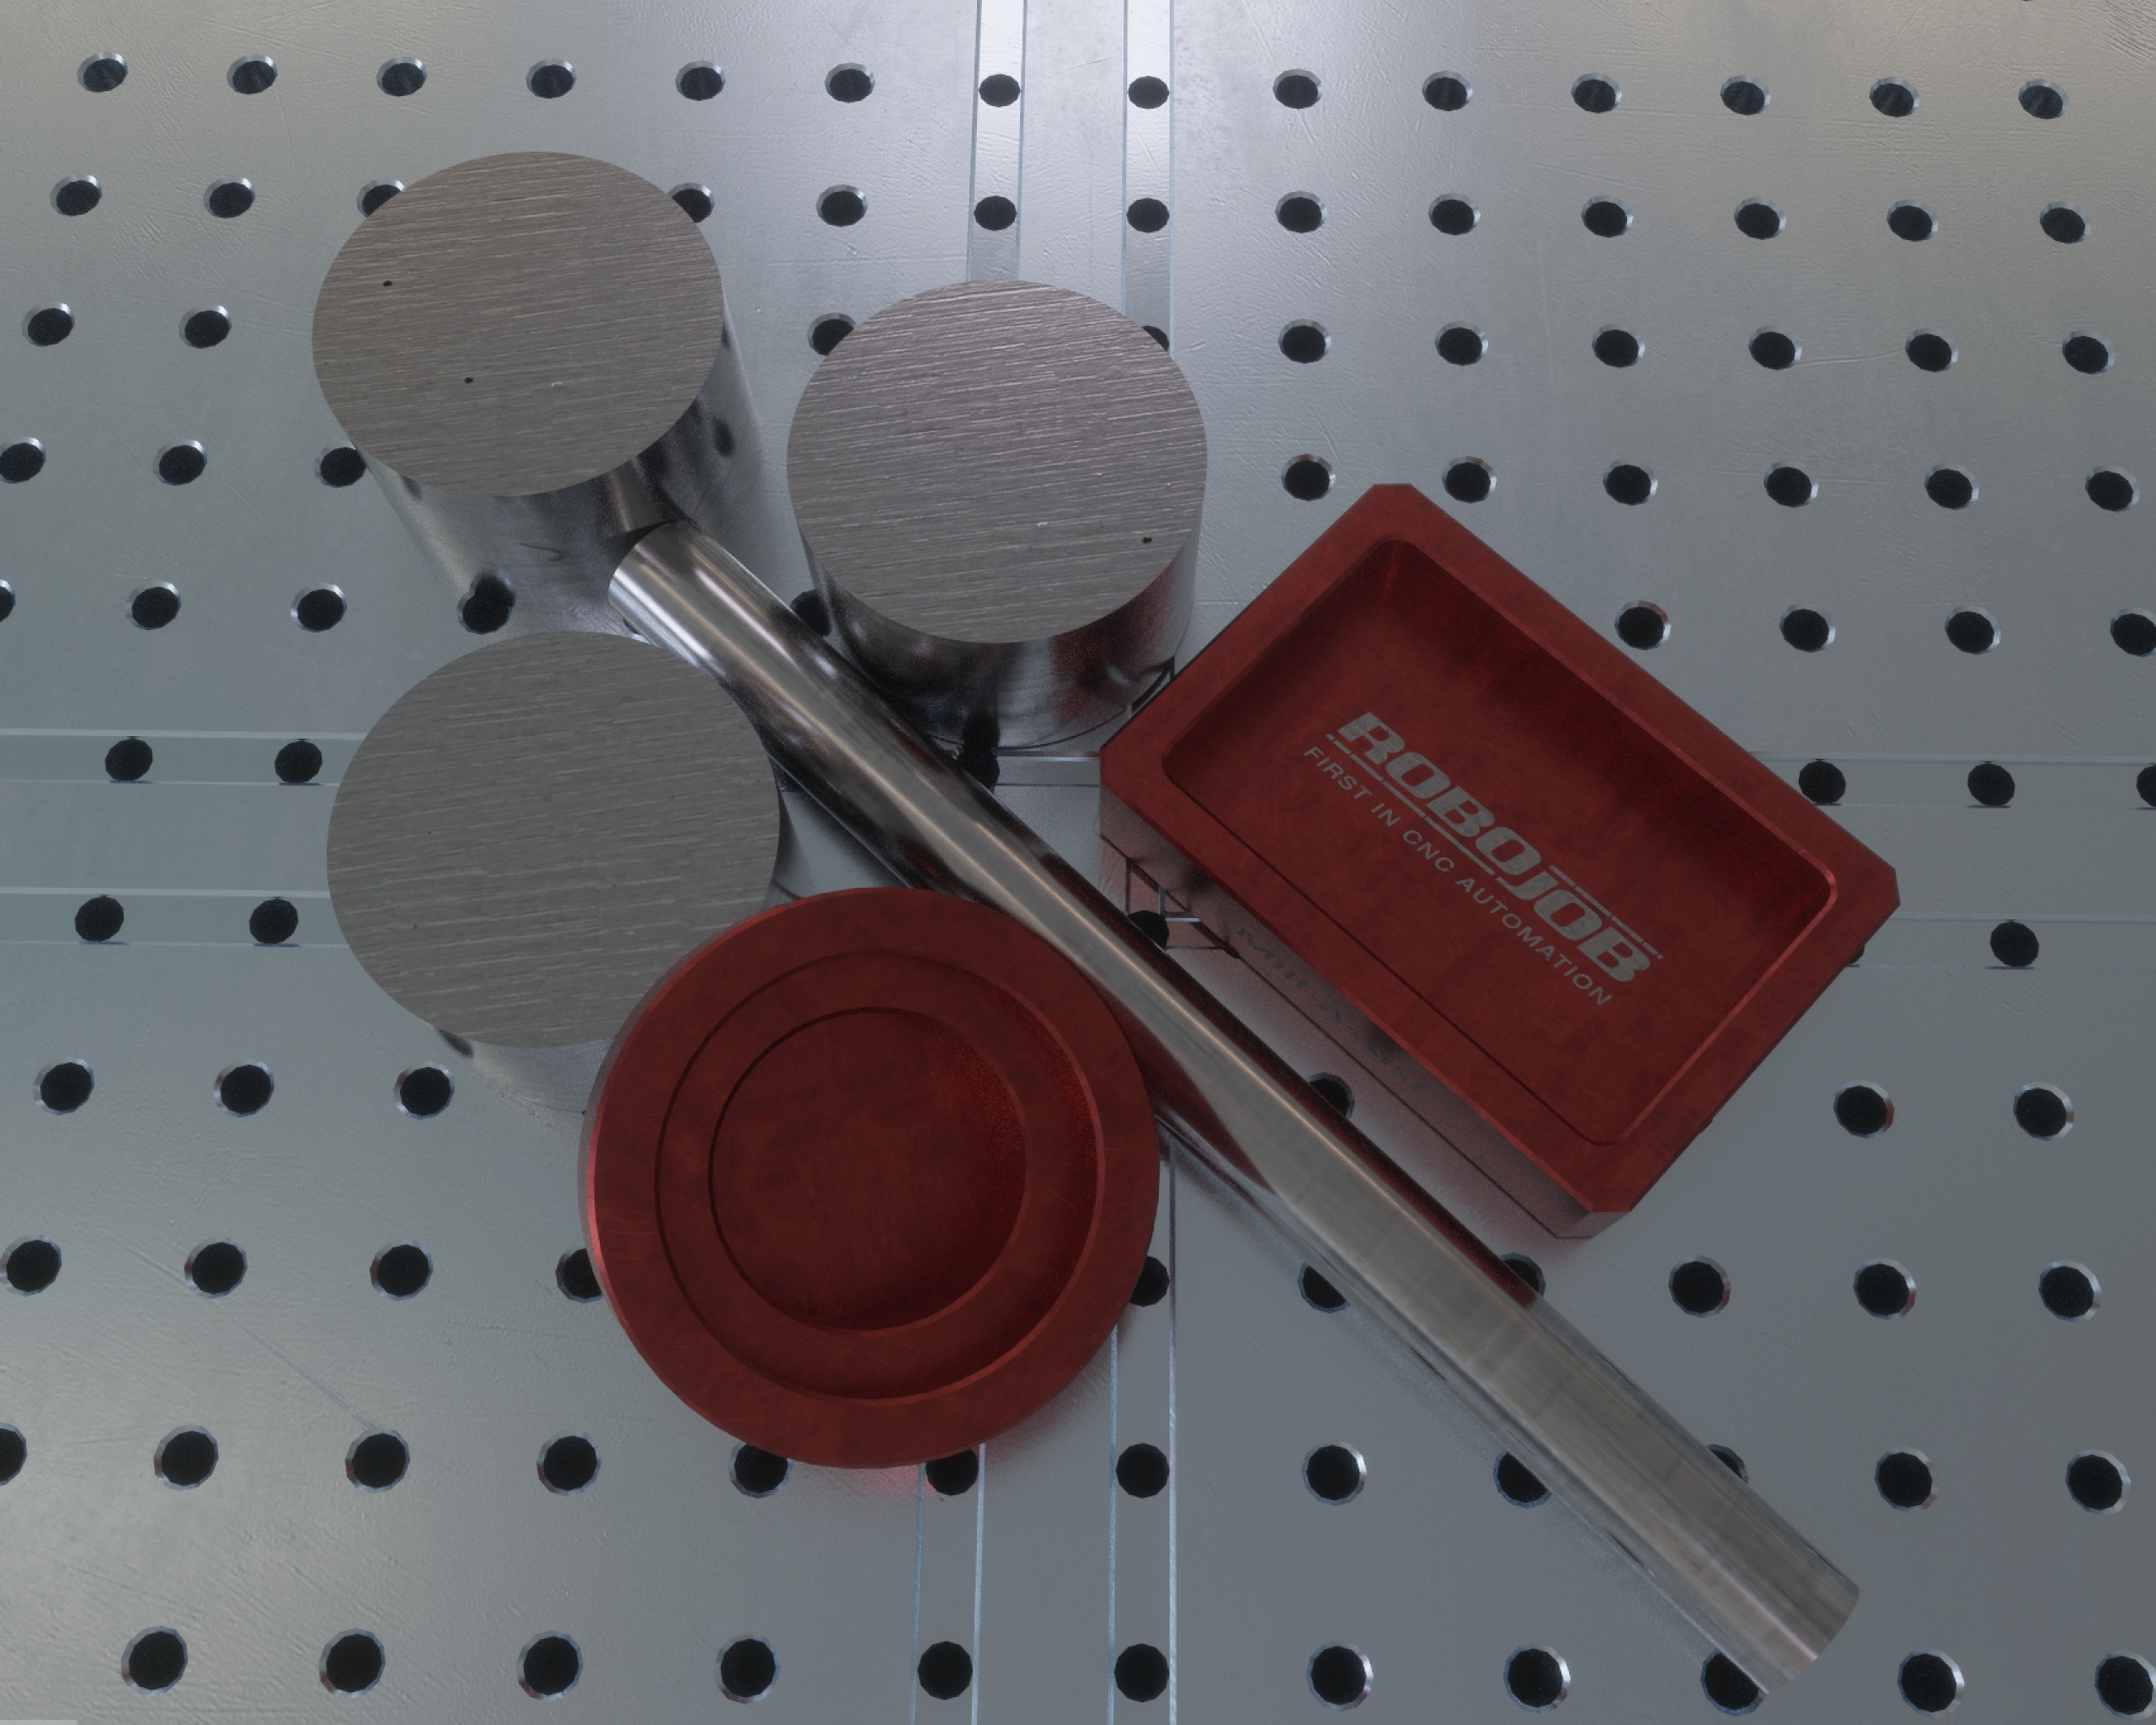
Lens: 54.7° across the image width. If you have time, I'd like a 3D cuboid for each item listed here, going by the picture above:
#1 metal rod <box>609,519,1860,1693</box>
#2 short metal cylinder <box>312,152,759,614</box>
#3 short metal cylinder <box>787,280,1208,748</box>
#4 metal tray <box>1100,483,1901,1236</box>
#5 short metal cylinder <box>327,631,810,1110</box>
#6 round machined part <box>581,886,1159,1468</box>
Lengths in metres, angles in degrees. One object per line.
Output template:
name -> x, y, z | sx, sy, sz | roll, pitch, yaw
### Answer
metal rod -> 0.020, 0.037, 0.399 | 0.300, 0.025, 0.025 | 42, 75, 14
short metal cylinder -> -0.110, -0.099, 0.434 | 0.081, 0.050, 0.080 | 0, 70, 0
short metal cylinder -> -0.015, -0.070, 0.423 | 0.081, 0.050, 0.080 | 0, 70, 0
metal tray -> 0.079, -0.003, 0.409 | 0.130, 0.030, 0.090 | 42, 76, 13
short metal cylinder -> -0.094, 0.003, 0.396 | 0.081, 0.050, 0.080 | 0, 70, 0
round machined part -> -0.039, 0.054, 0.371 | 0.099, 0.042, 0.097 | 1, 85, -18
